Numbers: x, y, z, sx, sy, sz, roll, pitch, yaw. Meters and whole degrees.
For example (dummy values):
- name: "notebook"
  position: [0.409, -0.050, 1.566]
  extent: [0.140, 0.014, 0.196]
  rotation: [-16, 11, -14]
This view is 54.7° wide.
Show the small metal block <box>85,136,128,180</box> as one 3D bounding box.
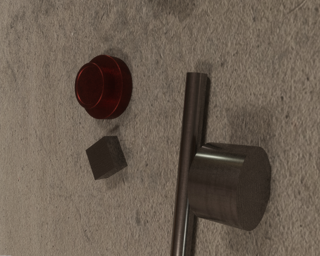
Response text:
- name: "small metal block"
  position: [-0.082, 0.045, 0.470]
  extent: [0.050, 0.025, 0.050]
  rotation: [-34, 69, 34]

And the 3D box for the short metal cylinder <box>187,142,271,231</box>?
- name: "short metal cylinder"
  position: [0.071, 0.056, 0.309]
  extent: [0.050, 0.081, 0.079]
  rotation: [4, 92, 39]

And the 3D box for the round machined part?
- name: "round machined part"
  position: [-0.091, -0.062, 0.467]
  extent: [0.098, 0.042, 0.097]
  rotation: [0, 90, 39]

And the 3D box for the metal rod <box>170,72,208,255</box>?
- name: "metal rod"
  position: [0.031, 0.084, 0.377]
  extent: [0.025, 0.025, 0.298]
  rotation: [8, 95, 39]
